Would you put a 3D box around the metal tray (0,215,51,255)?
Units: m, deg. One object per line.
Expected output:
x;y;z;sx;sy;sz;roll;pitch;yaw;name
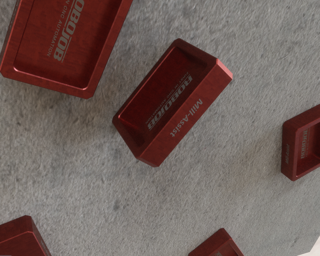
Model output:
-0.196;0.184;0.411;0.091;0.030;0.129;-20;126;-17;metal tray

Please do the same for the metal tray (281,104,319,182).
0.272;0.029;0.573;0.091;0.030;0.129;-25;128;-13;metal tray

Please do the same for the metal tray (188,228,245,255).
0.123;0.271;0.641;0.090;0.030;0.130;-37;130;-4;metal tray

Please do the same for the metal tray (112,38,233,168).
0.008;-0.031;0.350;0.030;0.090;0.130;34;99;-39;metal tray

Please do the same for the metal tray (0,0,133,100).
-0.087;-0.100;0.294;0.091;0.030;0.129;14;111;-35;metal tray
